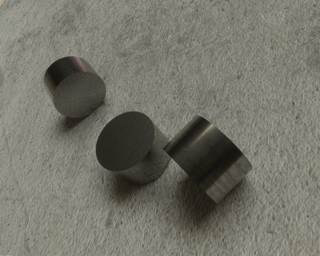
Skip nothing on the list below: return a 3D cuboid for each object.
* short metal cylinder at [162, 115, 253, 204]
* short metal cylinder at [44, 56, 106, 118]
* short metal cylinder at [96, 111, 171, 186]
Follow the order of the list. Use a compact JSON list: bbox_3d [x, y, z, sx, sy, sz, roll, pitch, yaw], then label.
[{"bbox_3d":[0.048,0.032,0.323,0.050,0.080,0.080,-45,51,-2],"label":"short metal cylinder"},{"bbox_3d":[-0.130,-0.063,0.476,0.080,0.080,0.050,-41,51,0],"label":"short metal cylinder"},{"bbox_3d":[-0.032,0.026,0.389,0.080,0.050,0.080,-13,56,21],"label":"short metal cylinder"}]
